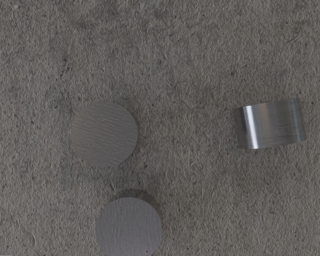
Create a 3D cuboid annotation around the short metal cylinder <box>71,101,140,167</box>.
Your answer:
[{"bbox_3d":[-0.067,0.007,0.397,0.081,0.050,0.080,0,90,0],"label":"short metal cylinder"}]

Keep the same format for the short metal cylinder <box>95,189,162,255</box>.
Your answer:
[{"bbox_3d":[-0.037,0.123,0.397,0.081,0.050,0.080,0,90,0],"label":"short metal cylinder"}]

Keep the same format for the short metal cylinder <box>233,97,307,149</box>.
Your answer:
[{"bbox_3d":[0.134,-0.006,0.383,0.080,0.080,0.050,-10,90,0],"label":"short metal cylinder"}]
